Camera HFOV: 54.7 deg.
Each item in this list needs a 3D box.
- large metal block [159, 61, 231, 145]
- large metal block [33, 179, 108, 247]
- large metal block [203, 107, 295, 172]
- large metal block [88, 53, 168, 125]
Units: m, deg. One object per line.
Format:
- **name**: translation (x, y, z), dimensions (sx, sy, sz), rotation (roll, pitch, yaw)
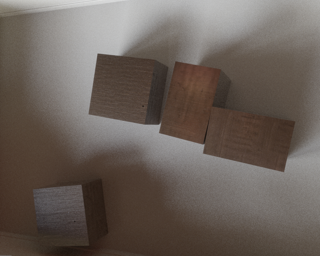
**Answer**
- **large metal block**: translation (0.045, -0.027, 0.365), dimensions (0.050, 0.080, 0.080), rotation (14, 95, 19)
- **large metal block**: translation (-0.126, 0.119, 0.442), dimensions (0.080, 0.050, 0.080), rotation (-9, 87, 19)
- **large metal block**: translation (0.100, 0.008, 0.345), dimensions (0.080, 0.080, 0.050), rotation (12, 97, 19)
- **large metal block**: translation (-0.041, -0.050, 0.412), dimensions (0.080, 0.050, 0.079), rotation (10, 94, 19)
